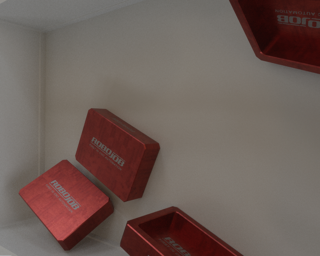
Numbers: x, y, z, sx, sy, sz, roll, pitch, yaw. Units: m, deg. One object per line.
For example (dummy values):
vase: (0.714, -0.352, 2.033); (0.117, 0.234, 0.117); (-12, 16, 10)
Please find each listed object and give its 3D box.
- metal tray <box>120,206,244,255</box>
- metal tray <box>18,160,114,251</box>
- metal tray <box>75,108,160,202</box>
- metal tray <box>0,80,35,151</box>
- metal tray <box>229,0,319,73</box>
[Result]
metal tray: (0.032, 0.140, 0.336); (0.130, 0.091, 0.030); (29, 108, 36)
metal tray: (-0.147, 0.113, 0.482); (0.130, 0.090, 0.030); (31, 146, 35)
metal tray: (-0.068, 0.036, 0.457); (0.130, 0.030, 0.089); (31, 109, 35)
metal tray: (-0.313, -0.027, 0.659); (0.090, 0.030, 0.129); (26, 106, 36)
metal tray: (0.122, -0.083, 0.243); (0.030, 0.090, 0.130); (-51, 41, -6)
